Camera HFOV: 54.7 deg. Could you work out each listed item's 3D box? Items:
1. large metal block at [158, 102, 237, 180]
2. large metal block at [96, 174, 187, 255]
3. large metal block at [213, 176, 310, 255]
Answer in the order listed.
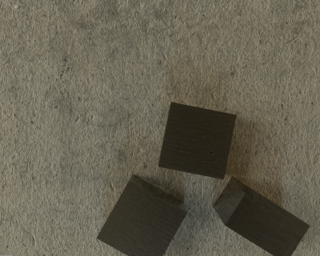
[{"bbox_3d":[0.045,0.015,0.398,0.080,0.050,0.080,11,90,0],"label":"large metal block"},{"bbox_3d":[-0.022,0.117,0.397,0.080,0.050,0.080,29,90,0],"label":"large metal block"},{"bbox_3d":[0.120,0.108,0.383,0.080,0.080,0.050,32,90,0],"label":"large metal block"}]
